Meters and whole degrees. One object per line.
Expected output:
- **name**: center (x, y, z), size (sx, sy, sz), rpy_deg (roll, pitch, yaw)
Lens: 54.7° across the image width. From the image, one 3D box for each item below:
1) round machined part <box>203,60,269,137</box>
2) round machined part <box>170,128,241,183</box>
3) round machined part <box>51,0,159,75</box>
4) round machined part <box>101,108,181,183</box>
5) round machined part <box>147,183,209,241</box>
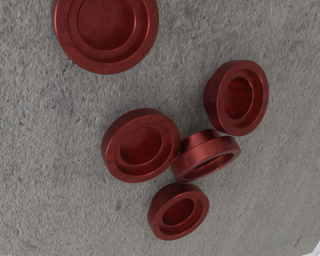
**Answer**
- **round machined part**: center (0.096, -0.040, 0.410), size (0.099, 0.042, 0.097), rpy_deg (-9, 105, -34)
- **round machined part**: center (0.059, 0.036, 0.432), size (0.099, 0.042, 0.098), rpy_deg (-21, 157, -9)
- **round machined part**: center (-0.054, -0.105, 0.301), size (0.099, 0.042, 0.097), rpy_deg (-14, 124, -21)
- **round machined part**: center (-0.027, 0.018, 0.392), size (0.099, 0.042, 0.097), rpy_deg (-14, 124, -21)
- **round machined part**: center (0.025, 0.126, 0.487), size (0.099, 0.042, 0.097), rpy_deg (-14, 124, -21)
